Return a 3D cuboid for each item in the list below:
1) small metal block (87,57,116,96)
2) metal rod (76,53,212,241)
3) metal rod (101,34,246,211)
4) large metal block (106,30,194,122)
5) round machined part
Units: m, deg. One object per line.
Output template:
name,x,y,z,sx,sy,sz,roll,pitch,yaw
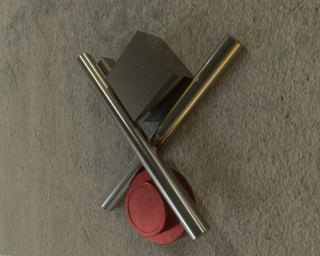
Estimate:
small metal block,-0.078,-0.071,0.470,0.050,0.025,0.050,50,119,28
metal rod,-0.034,0.006,0.399,0.025,0.025,0.300,-51,61,28
metal rod,0.002,0.010,0.405,0.025,0.025,0.298,52,120,27
large metal block,-0.014,-0.064,0.401,0.080,0.050,0.080,-49,61,28
round machined part,-0.006,0.101,0.398,0.098,0.042,0.097,0,90,39
